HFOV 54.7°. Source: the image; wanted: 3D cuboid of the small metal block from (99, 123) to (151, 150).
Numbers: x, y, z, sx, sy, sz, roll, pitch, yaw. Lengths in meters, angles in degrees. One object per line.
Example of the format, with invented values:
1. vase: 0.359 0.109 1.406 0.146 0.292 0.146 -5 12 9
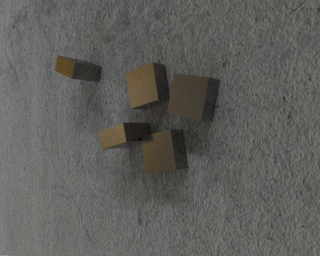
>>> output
1. small metal block: -0.047 0.011 0.428 0.050 0.050 0.025 -18 79 38

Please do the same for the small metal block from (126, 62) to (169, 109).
1. small metal block: -0.016 -0.055 0.419 0.050 0.025 0.050 -14 81 39

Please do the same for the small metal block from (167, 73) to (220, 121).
1. small metal block: 0.040 -0.037 0.372 0.050 0.025 0.050 15 100 39

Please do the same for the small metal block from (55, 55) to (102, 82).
1. small metal block: -0.131 -0.095 0.497 0.050 0.050 0.025 26 106 37

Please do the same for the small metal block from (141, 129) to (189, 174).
1. small metal block: 0.006 0.031 0.400 0.050 0.025 0.050 -13 82 39
